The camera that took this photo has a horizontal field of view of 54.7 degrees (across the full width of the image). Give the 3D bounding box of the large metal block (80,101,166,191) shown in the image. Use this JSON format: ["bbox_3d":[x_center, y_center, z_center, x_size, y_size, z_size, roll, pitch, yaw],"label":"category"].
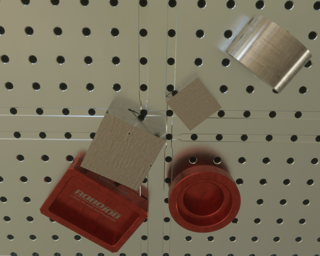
[{"bbox_3d":[-0.047,0.023,0.408,0.080,0.050,0.080,26,108,-9],"label":"large metal block"}]

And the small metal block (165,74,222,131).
[{"bbox_3d":[0.043,-0.033,0.401,0.050,0.025,0.050,-38,106,12],"label":"small metal block"}]

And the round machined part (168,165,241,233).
[{"bbox_3d":[0.061,0.096,0.440,0.099,0.042,0.097,0,110,0],"label":"round machined part"}]

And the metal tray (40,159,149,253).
[{"bbox_3d":[-0.093,0.115,0.452,0.130,0.030,0.090,34,106,-12],"label":"metal tray"}]

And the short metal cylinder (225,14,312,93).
[{"bbox_3d":[0.122,-0.084,0.354,0.080,0.080,0.050,34,107,-12],"label":"short metal cylinder"}]
